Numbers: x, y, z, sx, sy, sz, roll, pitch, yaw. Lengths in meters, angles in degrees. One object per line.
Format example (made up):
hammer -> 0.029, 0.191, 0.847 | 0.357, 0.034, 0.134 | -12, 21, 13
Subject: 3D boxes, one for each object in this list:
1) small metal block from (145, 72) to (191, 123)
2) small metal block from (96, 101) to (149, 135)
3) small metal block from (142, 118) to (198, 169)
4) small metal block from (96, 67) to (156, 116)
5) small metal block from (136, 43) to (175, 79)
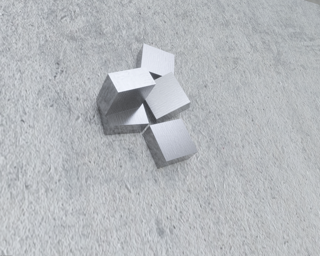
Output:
small metal block -> 0.006, -0.040, 0.418 | 0.050, 0.025, 0.050 | -27, 75, -9
small metal block -> -0.048, -0.020, 0.390 | 0.050, 0.025, 0.050 | -4, 64, -30
small metal block -> 0.013, 0.019, 0.399 | 0.050, 0.025, 0.050 | -13, 69, -34
small metal block -> -0.040, -0.042, 0.360 | 0.050, 0.050, 0.025 | -18, 71, -35
small metal block -> -0.007, -0.090, 0.454 | 0.050, 0.025, 0.050 | 16, 55, -19
